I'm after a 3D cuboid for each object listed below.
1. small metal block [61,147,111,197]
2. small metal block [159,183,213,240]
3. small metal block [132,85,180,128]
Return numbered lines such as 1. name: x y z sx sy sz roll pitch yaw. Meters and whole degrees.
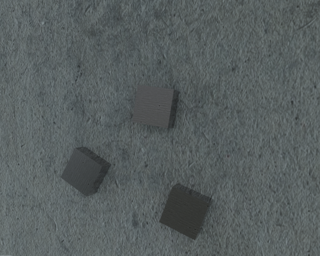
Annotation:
1. small metal block: -0.107 0.062 0.447 0.050 0.025 0.050 31 100 17
2. small metal block: 0.034 0.106 0.397 0.050 0.025 0.050 22 97 18
3. small metal block: -0.005 -0.028 0.411 0.050 0.025 0.050 10 93 19
